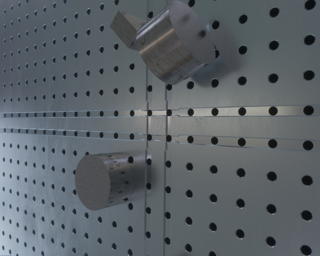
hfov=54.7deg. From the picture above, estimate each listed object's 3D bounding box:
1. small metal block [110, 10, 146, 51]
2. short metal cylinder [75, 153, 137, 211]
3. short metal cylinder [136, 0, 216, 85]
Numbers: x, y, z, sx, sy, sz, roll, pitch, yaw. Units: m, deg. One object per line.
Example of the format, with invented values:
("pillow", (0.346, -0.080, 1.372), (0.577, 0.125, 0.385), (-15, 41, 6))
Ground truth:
("small metal block", (-0.031, -0.128, 0.419), (0.050, 0.050, 0.025), (52, 121, 27))
("short metal cylinder", (-0.081, 0.077, 0.460), (0.080, 0.050, 0.079), (0, 90, 40))
("short metal cylinder", (0.020, -0.097, 0.357), (0.050, 0.081, 0.080), (-28, 73, 37))
